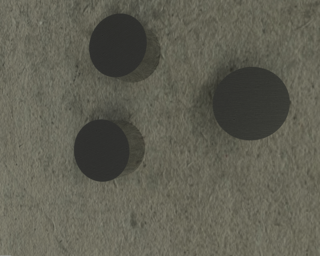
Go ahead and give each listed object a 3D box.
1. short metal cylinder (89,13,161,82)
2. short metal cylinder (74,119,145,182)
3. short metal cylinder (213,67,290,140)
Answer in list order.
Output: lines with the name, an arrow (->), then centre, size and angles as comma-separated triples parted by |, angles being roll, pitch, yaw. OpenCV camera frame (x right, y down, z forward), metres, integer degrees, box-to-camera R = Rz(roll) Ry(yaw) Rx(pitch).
short metal cylinder -> -0.045, -0.103, 0.411 | 0.080, 0.050, 0.079 | 0, 90, 19
short metal cylinder -> -0.067, 0.029, 0.418 | 0.080, 0.050, 0.079 | 0, 90, 19
short metal cylinder -> 0.106, -0.026, 0.358 | 0.080, 0.050, 0.079 | 0, 90, 19
